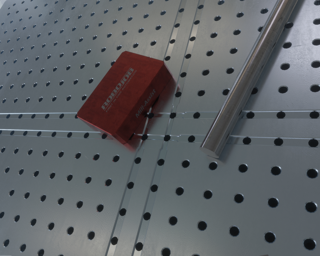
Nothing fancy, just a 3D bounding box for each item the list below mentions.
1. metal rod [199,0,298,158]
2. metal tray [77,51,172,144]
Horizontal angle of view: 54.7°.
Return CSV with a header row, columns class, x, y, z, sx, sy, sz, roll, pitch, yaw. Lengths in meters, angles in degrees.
class,x,y,z,sx,sy,sz,roll,pitch,yaw
metal rod,0.130,-0.097,0.399,0.025,0.025,0.300,19,72,35
metal tray,-0.054,-0.050,0.464,0.090,0.030,0.130,24,75,36
